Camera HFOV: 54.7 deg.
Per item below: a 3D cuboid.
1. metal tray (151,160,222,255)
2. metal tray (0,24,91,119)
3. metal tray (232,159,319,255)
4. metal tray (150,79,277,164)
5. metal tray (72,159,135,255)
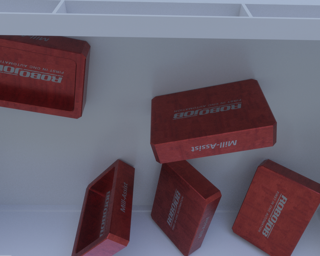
[{"bbox_3d":[0.033,0.116,0.460,0.030,0.090,0.129,-20,136,-36],"label":"metal tray"},{"bbox_3d":[-0.150,-0.063,0.349,0.131,0.030,0.089,9,130,-9],"label":"metal tray"},{"bbox_3d":[0.171,0.123,0.460,0.090,0.030,0.129,28,118,27],"label":"metal tray"},{"bbox_3d":[0.056,-0.010,0.358,0.131,0.090,0.030,-10,130,7],"label":"metal tray"},{"bbox_3d":[-0.078,0.119,0.440,0.030,0.130,0.090,34,122,-26],"label":"metal tray"}]
